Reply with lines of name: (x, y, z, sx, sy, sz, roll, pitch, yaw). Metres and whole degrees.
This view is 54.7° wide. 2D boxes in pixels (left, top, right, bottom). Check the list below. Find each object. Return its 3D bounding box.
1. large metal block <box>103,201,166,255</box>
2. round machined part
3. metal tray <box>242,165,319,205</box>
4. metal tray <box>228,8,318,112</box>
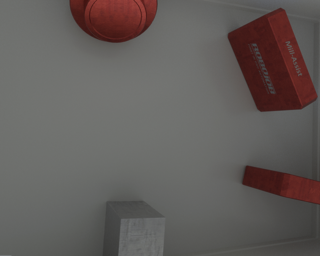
large metal block: (-0.034, 0.136, 0.370, 0.050, 0.080, 0.080, 4, 89, -21)
round machined part: (-0.051, -0.137, 0.351, 0.099, 0.097, 0.042, 5, 50, -20)
metal tray: (0.200, 0.087, 0.452, 0.131, 0.090, 0.030, 15, 85, -20)
metal tray: (0.154, -0.088, 0.434, 0.030, 0.090, 0.129, -29, 100, -18)
